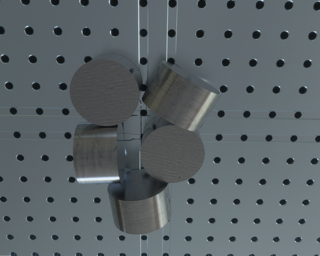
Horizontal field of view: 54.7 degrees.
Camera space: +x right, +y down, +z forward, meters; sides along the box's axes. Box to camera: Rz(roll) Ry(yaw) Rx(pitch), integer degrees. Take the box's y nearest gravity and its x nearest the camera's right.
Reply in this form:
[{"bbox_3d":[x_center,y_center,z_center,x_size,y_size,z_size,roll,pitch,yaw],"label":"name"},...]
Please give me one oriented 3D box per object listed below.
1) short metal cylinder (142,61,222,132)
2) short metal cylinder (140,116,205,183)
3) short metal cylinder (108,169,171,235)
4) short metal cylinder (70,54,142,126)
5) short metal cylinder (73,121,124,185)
[{"bbox_3d":[0.025,-0.039,0.370,0.080,0.080,0.050,27,107,-10],"label":"short metal cylinder"},{"bbox_3d":[0.016,0.025,0.409,0.081,0.050,0.079,0,111,-1],"label":"short metal cylinder"},{"bbox_3d":[-0.026,0.097,0.419,0.080,0.080,0.050,-6,111,2],"label":"short metal cylinder"},{"bbox_3d":[-0.064,-0.048,0.381,0.080,0.050,0.079,0,110,1],"label":"short metal cylinder"},{"bbox_3d":[-0.075,0.031,0.396,0.050,0.080,0.079,-2,110,0],"label":"short metal cylinder"}]
